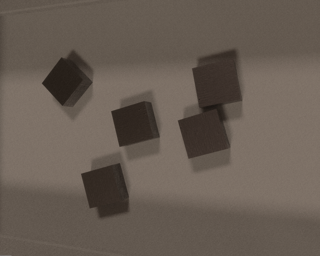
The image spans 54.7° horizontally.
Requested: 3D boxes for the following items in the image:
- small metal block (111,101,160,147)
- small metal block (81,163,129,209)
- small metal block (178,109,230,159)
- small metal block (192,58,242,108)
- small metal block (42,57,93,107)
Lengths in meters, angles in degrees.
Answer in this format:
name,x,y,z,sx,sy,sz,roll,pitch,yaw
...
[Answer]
name,x,y,z,sx,sy,sz,roll,pitch,yaw
small metal block,-0.033,-0.005,0.421,0.050,0.025,0.050,-15,85,19
small metal block,-0.077,0.081,0.437,0.050,0.025,0.050,-17,84,18
small metal block,0.056,0.008,0.390,0.050,0.025,0.050,-17,85,18
small metal block,0.071,-0.054,0.385,0.050,0.025,0.050,-11,86,19
small metal block,-0.137,-0.067,0.457,0.050,0.025,0.050,45,104,14
